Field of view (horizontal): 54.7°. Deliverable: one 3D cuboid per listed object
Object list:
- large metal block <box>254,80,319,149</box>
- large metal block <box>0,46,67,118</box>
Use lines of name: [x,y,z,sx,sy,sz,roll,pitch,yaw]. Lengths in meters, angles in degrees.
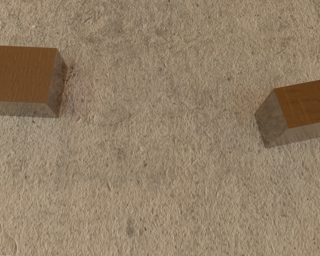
large metal block: [0.174,-0.016,0.386,0.081,0.080,0.050,-11,71,-4]
large metal block: [-0.177,-0.061,0.416,0.080,0.050,0.080,3,70,1]
